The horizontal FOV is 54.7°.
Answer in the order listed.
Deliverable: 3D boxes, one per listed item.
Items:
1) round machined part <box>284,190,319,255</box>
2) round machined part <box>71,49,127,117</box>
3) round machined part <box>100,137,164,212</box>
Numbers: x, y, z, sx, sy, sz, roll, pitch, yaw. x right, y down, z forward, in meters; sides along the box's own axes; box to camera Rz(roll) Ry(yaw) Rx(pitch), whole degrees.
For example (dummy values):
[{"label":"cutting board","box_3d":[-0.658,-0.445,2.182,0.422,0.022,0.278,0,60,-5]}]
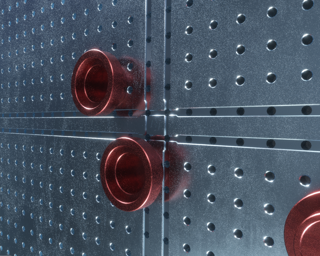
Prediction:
[{"label":"round machined part","box_3d":[0.157,0.103,0.268,0.098,0.042,0.097,0,90,39]},{"label":"round machined part","box_3d":[-0.088,-0.066,0.468,0.098,0.042,0.097,0,90,39]},{"label":"round machined part","box_3d":[-0.034,0.061,0.424,0.098,0.042,0.097,0,90,39]}]
